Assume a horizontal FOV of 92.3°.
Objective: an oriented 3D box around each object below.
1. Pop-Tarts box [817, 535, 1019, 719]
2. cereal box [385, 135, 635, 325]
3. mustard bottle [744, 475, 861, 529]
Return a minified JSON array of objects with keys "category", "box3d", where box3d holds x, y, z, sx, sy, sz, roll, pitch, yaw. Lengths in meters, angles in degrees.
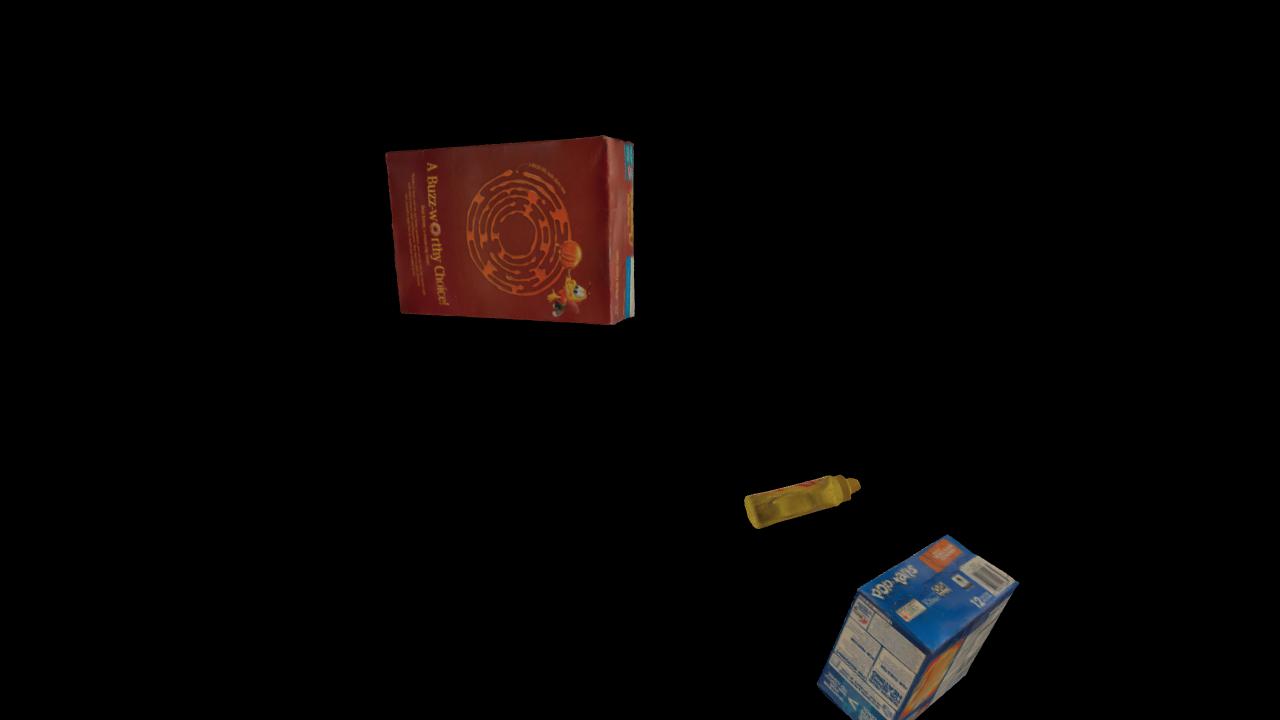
[{"category":"Pop-Tarts box","box3d":[0.280,0.278,0.625,0.167,0.141,0.083,-10,32,-35]},{"category":"cereal box","box3d":[-0.156,-0.152,0.741,0.306,0.203,0.081,4,13,21]},{"category":"mustard bottle","box3d":[0.265,0.222,0.988,0.184,0.054,0.092,-14,-14,-2]}]
